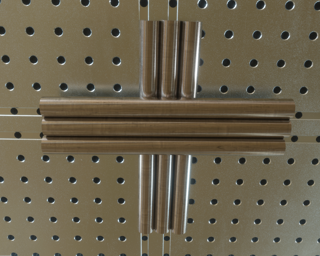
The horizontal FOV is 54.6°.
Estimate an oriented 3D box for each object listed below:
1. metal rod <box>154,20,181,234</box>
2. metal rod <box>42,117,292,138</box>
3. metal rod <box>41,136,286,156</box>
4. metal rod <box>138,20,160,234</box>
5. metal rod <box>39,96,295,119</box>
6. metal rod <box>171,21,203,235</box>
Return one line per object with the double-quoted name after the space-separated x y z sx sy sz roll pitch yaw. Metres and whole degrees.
0.008 0.012 0.418 0.025 0.025 0.298 2 110 -1 "metal rod"
0.009 -0.001 0.386 0.302 0.025 0.025 0 110 -1 "metal rod"
0.005 0.022 0.395 0.302 0.025 0.025 0 110 -1 "metal rod"
-0.017 0.013 0.418 0.025 0.025 0.298 2 110 -1 "metal rod"
0.009 -0.025 0.377 0.302 0.025 0.025 0 110 -1 "metal rod"
0.033 0.014 0.419 0.025 0.025 0.298 2 110 -1 "metal rod"
